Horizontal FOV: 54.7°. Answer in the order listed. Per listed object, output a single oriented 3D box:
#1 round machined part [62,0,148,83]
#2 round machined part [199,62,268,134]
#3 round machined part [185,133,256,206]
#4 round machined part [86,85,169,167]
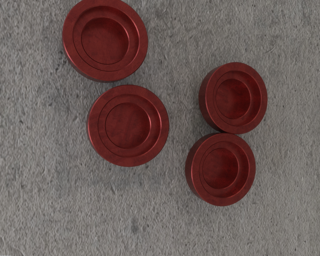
[{"bbox_3d":[-0.067,-0.103,0.375,0.099,0.042,0.097,0,90,-20],"label":"round machined part"},{"bbox_3d":[0.098,-0.040,0.436,0.099,0.042,0.097,0,90,-20],"label":"round machined part"},{"bbox_3d":[0.079,0.055,0.429,0.099,0.042,0.097,0,91,-20],"label":"round machined part"},{"bbox_3d":[-0.042,-0.003,0.385,0.099,0.042,0.097,0,90,-20],"label":"round machined part"}]
